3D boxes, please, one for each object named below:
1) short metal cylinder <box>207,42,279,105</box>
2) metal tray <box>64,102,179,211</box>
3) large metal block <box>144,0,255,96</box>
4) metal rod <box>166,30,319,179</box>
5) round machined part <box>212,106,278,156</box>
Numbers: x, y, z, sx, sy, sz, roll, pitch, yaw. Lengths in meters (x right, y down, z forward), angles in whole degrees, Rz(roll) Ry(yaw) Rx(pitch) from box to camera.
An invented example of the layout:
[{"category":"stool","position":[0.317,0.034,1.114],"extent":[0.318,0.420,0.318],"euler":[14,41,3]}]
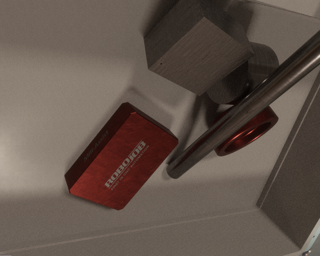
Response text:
[{"category":"short metal cylinder","position":[0.100,-0.068,0.387],"extent":[0.050,0.080,0.079],"euler":[1,118,-29]},{"category":"metal tray","position":[-0.049,0.041,0.406],"extent":[0.090,0.030,0.130],"euler":[34,99,-39]},{"category":"large metal block","position":[0.041,-0.090,0.340],"extent":[0.080,0.050,0.080],"euler":[21,136,-37]},{"category":"metal rod","position":[0.096,-0.016,0.366],"extent":[0.025,0.025,0.298],"euler":[8,142,-33]},{"category":"round machined part","position":[0.114,-0.003,0.442],"extent":[0.099,0.042,0.098],"euler":[-26,159,-10]}]
